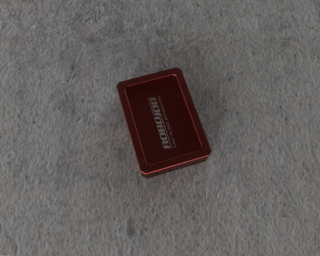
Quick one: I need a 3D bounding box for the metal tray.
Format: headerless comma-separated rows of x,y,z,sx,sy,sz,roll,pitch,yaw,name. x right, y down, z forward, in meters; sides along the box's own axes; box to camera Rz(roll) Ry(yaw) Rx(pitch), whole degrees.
0.003,-0.009,0.408,0.090,0.030,0.130,-16,71,-6,metal tray
